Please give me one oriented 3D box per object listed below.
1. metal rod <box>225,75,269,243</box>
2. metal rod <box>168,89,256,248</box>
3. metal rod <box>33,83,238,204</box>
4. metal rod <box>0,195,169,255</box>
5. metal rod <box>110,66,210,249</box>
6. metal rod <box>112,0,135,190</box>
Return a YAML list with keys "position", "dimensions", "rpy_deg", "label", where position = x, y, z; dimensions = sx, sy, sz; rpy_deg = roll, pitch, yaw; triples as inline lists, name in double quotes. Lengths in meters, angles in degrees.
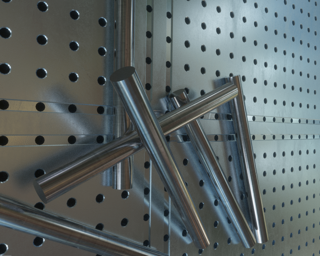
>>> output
- position: [0.151, 0.058, 0.533]
  dimensions: [0.025, 0.025, 0.298]
  rpy_deg: [-21, 104, -38]
  label: "metal rod"
- position: [0.088, 0.075, 0.481]
  dimensions: [0.025, 0.025, 0.299]
  rpy_deg: [-42, 116, -32]
  label: "metal rod"
- position: [-0.002, 0.001, 0.372]
  dimensions: [0.302, 0.025, 0.025]
  rpy_deg: [-28, 108, -36]
  label: "metal rod"
- position: [-0.098, 0.109, 0.326]
  dimensions: [0.301, 0.025, 0.025]
  rpy_deg: [34, 69, -35]
  label: "metal rod"
- position: [0.014, 0.060, 0.372]
  dimensions: [0.025, 0.025, 0.299]
  rpy_deg: [-48, 133, -29]
  label: "metal rod"
- position: [-0.043, -0.078, 0.371]
  dimensions: [0.025, 0.025, 0.298]
  rpy_deg: [1, 90, -40]
  label: "metal rod"
